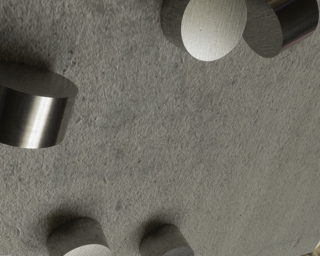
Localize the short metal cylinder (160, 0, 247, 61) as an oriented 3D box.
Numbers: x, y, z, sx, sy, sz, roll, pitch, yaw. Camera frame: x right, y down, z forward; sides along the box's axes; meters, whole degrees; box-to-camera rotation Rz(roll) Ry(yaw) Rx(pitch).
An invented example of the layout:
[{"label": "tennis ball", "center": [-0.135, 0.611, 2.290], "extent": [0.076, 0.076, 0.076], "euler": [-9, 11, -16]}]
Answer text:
[{"label": "short metal cylinder", "center": [0.047, -0.120, 0.342], "extent": [0.081, 0.050, 0.079], "euler": [-14, 124, -21]}]

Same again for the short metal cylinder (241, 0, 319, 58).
[{"label": "short metal cylinder", "center": [0.135, -0.130, 0.364], "extent": [0.050, 0.080, 0.080], "euler": [-31, 129, -9]}]

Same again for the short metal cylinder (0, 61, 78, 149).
[{"label": "short metal cylinder", "center": [-0.123, -0.023, 0.289], "extent": [0.081, 0.080, 0.050], "euler": [9, 114, -32]}]

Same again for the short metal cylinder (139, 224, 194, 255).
[{"label": "short metal cylinder", "center": [0.011, 0.213, 0.528], "extent": [0.081, 0.050, 0.079], "euler": [-14, 124, -21]}]

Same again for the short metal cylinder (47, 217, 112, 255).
[{"label": "short metal cylinder", "center": [-0.114, 0.174, 0.436], "extent": [0.081, 0.050, 0.079], "euler": [-14, 124, -21]}]
